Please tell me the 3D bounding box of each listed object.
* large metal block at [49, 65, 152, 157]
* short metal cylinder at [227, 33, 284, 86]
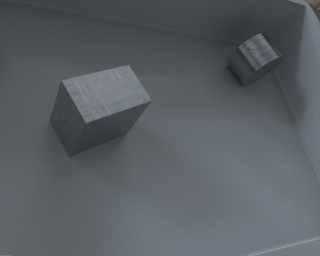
[{"bbox_3d":[-0.068,-0.019,0.346,0.081,0.080,0.050,-23,74,-36],"label":"large metal block"},{"bbox_3d":[0.163,-0.116,0.532,0.081,0.080,0.050,-22,74,-36],"label":"short metal cylinder"}]
